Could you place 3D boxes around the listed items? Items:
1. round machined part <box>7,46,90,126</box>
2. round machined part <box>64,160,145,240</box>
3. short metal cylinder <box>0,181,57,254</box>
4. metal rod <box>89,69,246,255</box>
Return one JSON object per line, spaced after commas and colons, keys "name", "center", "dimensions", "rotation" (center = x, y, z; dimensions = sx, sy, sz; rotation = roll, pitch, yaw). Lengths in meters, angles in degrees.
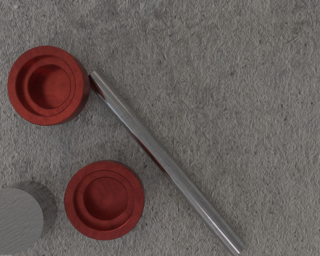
{"name": "round machined part", "center": [-0.137, -0.052, 0.397], "dimensions": [0.099, 0.042, 0.097], "rotation": [0, 91, 6]}
{"name": "round machined part", "center": [-0.068, 0.089, 0.401], "dimensions": [0.099, 0.042, 0.097], "rotation": [0, 90, 0]}
{"name": "short metal cylinder", "center": [-0.180, 0.111, 0.396], "dimensions": [0.081, 0.050, 0.080], "rotation": [0, 90, 0]}
{"name": "metal rod", "center": [0.007, 0.045, 0.410], "dimensions": [0.025, 0.025, 0.300], "rotation": [-40, 90, 0]}
